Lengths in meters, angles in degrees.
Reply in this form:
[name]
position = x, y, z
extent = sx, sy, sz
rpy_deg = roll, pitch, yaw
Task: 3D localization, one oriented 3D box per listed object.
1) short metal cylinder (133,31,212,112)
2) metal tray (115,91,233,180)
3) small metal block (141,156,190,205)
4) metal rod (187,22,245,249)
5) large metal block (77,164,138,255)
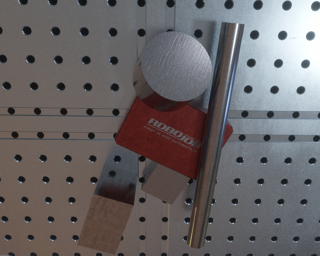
[short metal cylinder]
position = 0.013, -0.063, 0.358
extent = 0.081, 0.050, 0.080
rpy_deg = 3, 79, -15
[metal tray]
position = 0.018, 0.005, 0.413
extent = 0.131, 0.030, 0.089
rpy_deg = 26, 108, -10
[small metal block]
position = 0.008, 0.074, 0.441
extent = 0.050, 0.025, 0.050
rpy_deg = 28, 108, -11
[metal rod]
position = 0.065, 0.024, 0.390
extent = 0.025, 0.025, 0.298
rpy_deg = 5, 110, -3
[large metal block]
position = -0.069, 0.108, 0.423
extent = 0.050, 0.080, 0.079
rpy_deg = 18, 109, -7
